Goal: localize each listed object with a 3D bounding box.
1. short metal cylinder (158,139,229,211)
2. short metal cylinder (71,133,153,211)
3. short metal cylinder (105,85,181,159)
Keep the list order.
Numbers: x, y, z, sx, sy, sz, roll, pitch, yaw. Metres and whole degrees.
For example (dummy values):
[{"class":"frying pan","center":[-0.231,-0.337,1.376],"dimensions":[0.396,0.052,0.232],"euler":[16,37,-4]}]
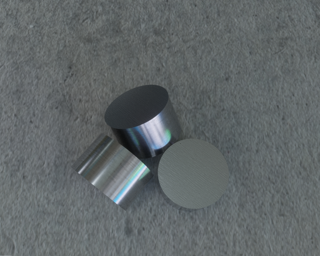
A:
[{"class":"short metal cylinder","center":[0.037,0.058,0.373],"dimensions":[0.081,0.050,0.080],"euler":[1,71,-1]},{"class":"short metal cylinder","center":[-0.055,0.051,0.360],"dimensions":[0.080,0.080,0.050],"euler":[36,74,11]},{"class":"short metal cylinder","center":[-0.020,-0.009,0.378],"dimensions":[0.080,0.050,0.080],"euler":[-15,39,12]}]
